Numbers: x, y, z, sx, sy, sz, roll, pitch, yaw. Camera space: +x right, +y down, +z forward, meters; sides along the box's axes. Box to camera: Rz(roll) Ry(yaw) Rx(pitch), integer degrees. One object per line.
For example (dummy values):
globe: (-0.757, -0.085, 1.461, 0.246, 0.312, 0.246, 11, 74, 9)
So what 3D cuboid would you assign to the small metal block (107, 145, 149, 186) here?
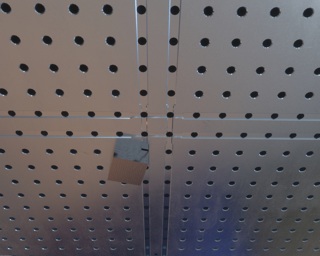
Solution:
small metal block: (-0.047, 0.056, 0.459, 0.050, 0.025, 0.050, 12, 129, -10)
